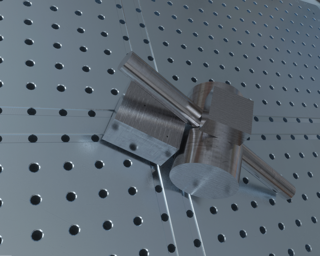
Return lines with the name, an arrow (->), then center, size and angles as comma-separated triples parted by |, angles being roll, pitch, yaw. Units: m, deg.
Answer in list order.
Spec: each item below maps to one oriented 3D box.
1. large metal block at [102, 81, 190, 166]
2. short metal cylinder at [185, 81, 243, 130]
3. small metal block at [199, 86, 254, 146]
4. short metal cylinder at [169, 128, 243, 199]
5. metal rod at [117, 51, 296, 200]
large metal block -> -0.014, -0.012, 0.384 | 0.080, 0.050, 0.080 | 26, 53, -12
short metal cylinder -> 0.072, -0.016, 0.418 | 0.080, 0.080, 0.050 | 25, 53, -13
small metal block -> 0.076, -0.014, 0.352 | 0.050, 0.025, 0.050 | 21, 54, -6
short metal cylinder -> 0.056, 0.044, 0.372 | 0.080, 0.080, 0.050 | 27, 53, -12
metal rod -> 0.074, 0.010, 0.387 | 0.301, 0.025, 0.025 | 36, 50, -24
